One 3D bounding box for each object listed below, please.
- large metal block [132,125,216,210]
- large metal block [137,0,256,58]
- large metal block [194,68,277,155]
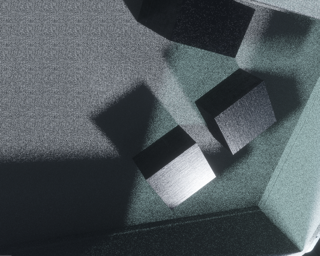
[{"bbox_3d":[0.021,0.056,0.439,0.080,0.050,0.080,-36,129,-4],"label":"large metal block"},{"bbox_3d":[0.034,-0.116,0.320,0.081,0.080,0.050,5,116,-31],"label":"large metal block"},{"bbox_3d":[0.108,-0.023,0.437,0.080,0.050,0.080,-37,129,-3],"label":"large metal block"}]
